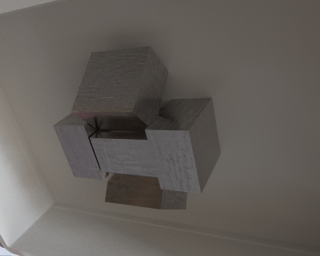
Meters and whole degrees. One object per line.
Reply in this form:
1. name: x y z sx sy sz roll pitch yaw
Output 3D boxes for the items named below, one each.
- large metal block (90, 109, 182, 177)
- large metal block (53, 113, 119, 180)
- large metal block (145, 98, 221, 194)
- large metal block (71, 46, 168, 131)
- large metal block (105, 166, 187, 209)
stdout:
1. large metal block: -0.027 0.015 0.395 0.080 0.080 0.050 1 119 28
2. large metal block: -0.087 0.013 0.426 0.050 0.080 0.080 1 119 28
3. large metal block: 0.031 0.018 0.366 0.050 0.080 0.080 1 119 28
4. large metal block: -0.044 -0.043 0.360 0.080 0.080 0.050 2 157 27
5. large metal block: -0.015 0.080 0.420 0.080 0.080 0.050 0 77 27
